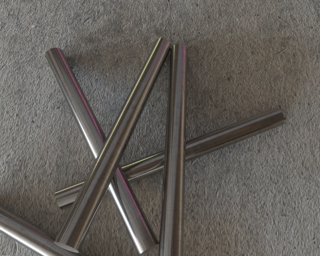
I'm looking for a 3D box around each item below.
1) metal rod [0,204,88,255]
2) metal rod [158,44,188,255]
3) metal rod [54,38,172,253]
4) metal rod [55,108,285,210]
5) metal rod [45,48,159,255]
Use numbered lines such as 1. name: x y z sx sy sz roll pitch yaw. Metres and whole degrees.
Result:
1. metal rod: -0.092 0.154 0.350 0.301 0.025 0.025 26 72 9
2. metal rod: 0.019 0.016 0.376 0.025 0.025 0.299 3 60 1
3. metal rod: -0.041 -0.006 0.370 0.025 0.025 0.300 17 56 6
4. metal rod: 0.019 0.036 0.394 0.302 0.025 0.025 -20 71 -8
5. metal rod: -0.082 0.010 0.383 0.025 0.025 0.299 -27 65 -9
